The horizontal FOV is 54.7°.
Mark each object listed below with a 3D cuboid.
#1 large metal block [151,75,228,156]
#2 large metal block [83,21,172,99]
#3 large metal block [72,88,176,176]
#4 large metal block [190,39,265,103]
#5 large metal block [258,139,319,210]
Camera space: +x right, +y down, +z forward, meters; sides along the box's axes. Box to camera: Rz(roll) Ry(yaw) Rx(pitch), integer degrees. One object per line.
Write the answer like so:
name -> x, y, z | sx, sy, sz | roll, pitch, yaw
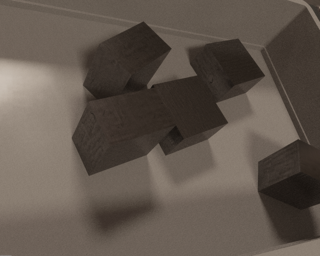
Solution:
large metal block -> 0.031, -0.019, 0.419 | 0.081, 0.050, 0.080 | -18, 71, -35
large metal block -> -0.043, -0.078, 0.396 | 0.050, 0.080, 0.080 | 45, 51, 2
large metal block -> -0.043, 0.004, 0.346 | 0.081, 0.080, 0.050 | -17, 71, -35
large metal block -> 0.111, -0.096, 0.510 | 0.081, 0.050, 0.080 | -20, 72, -36
large metal block -> 0.198, 0.069, 0.438 | 0.080, 0.080, 0.050 | 24, 53, -14
